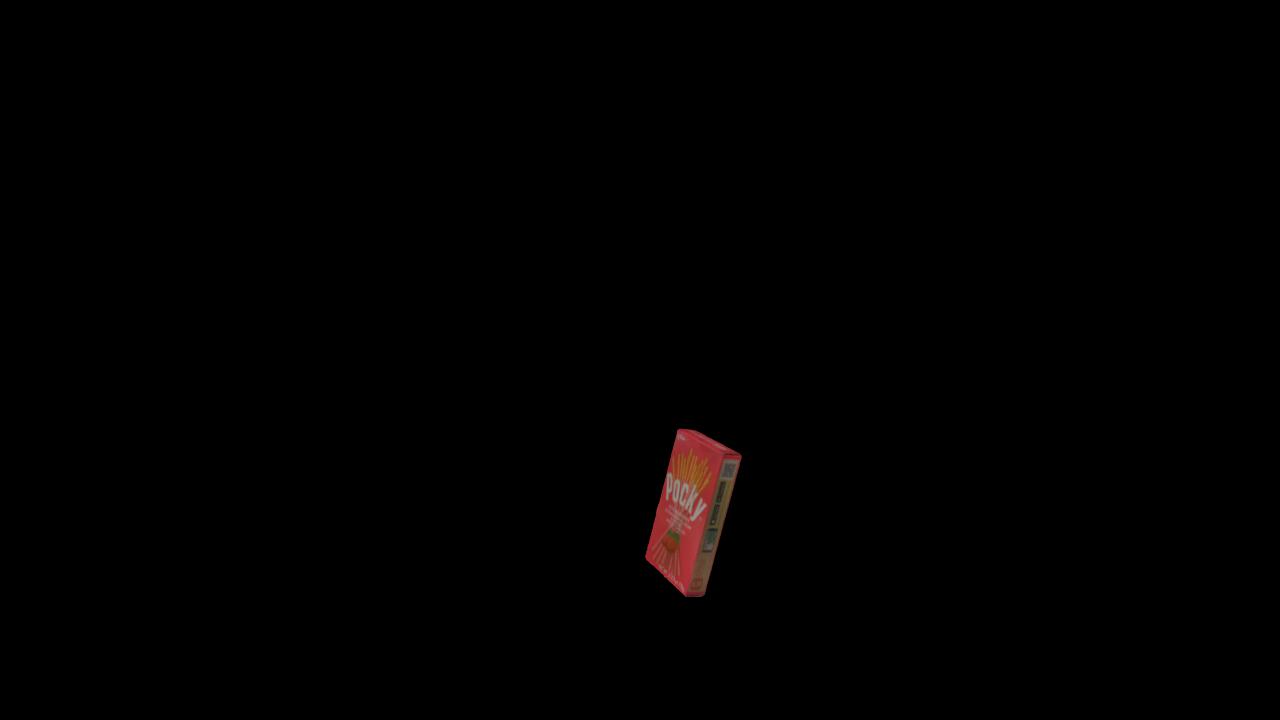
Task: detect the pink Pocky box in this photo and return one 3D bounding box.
[{"bbox_3d":[0.053,0.158,0.649,0.029,0.155,0.084,11,7,-32],"label":"pink Pocky box"}]
